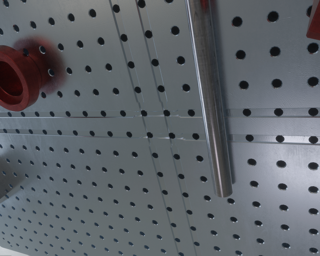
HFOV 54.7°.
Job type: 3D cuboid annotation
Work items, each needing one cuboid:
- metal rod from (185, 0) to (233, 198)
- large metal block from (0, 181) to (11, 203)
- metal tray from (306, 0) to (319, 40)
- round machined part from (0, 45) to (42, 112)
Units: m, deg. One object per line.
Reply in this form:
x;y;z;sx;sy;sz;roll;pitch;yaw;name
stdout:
0.056;-0.045;0.353;0.025;0.025;0.298;2;120;27;metal rod
-0.395;0.143;0.692;0.080;0.050;0.080;46;129;-4;large metal block
0.131;-0.115;0.203;0.030;0.131;0.089;19;126;17;metal tray
-0.221;-0.077;0.469;0.098;0.042;0.097;13;124;21;round machined part
